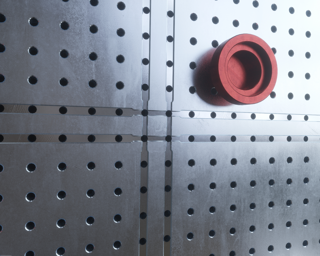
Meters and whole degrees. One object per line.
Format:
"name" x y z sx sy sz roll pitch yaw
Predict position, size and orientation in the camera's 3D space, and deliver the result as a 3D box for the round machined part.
"round machined part" 0.115 -0.081 0.445 0.099 0.042 0.097 0 90 -20
